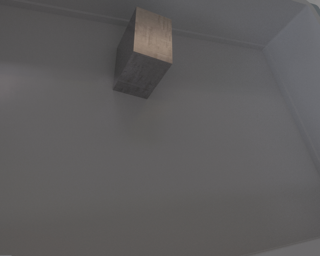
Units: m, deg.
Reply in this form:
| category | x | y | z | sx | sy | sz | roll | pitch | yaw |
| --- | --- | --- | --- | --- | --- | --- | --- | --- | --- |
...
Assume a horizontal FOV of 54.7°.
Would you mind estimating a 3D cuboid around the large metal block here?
| category | x | y | z | sx | sy | sz | roll | pitch | yaw |
| --- | --- | --- | --- | --- | --- | --- | --- | --- | --- |
| large metal block | -0.024 | -0.099 | 0.417 | 0.050 | 0.080 | 0.080 | 14 | 56 | -21 |
